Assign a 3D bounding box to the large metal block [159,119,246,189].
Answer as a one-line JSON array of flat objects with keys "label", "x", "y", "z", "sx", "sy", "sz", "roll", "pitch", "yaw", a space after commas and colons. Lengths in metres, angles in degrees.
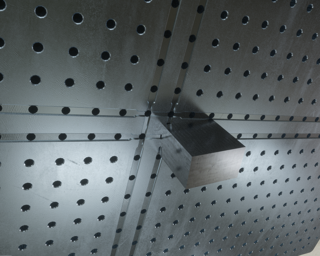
[{"label": "large metal block", "x": 0.055, "y": 0.032, "z": 0.424, "sx": 0.081, "sy": 0.080, "sz": 0.050, "roll": -7, "pitch": 122, "yaw": -25}]
